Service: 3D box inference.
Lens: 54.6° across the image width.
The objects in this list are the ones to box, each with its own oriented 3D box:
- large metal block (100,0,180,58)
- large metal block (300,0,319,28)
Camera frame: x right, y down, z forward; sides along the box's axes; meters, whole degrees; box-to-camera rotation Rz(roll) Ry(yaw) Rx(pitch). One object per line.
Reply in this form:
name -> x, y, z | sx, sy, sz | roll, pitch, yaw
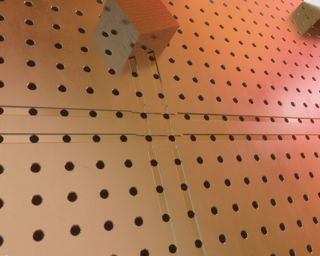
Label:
large metal block -> -0.031, -0.162, 0.474 | 0.081, 0.050, 0.080 | -27, 76, -37
large metal block -> 0.427, -0.305, 0.806 | 0.081, 0.050, 0.080 | 4, 60, -26
